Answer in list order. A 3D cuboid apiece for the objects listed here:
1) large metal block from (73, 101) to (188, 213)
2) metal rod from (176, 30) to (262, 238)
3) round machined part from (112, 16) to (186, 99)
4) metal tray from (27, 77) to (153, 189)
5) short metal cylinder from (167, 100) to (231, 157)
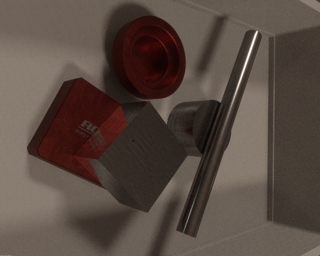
[{"bbox_3d":[-0.028,0.029,0.329,0.080,0.050,0.080,-52,121,-28],"label":"large metal block"},{"bbox_3d":[0.085,-0.005,0.414,0.025,0.025,0.300,35,68,-35],"label":"metal rod"},{"bbox_3d":[-0.017,-0.083,0.383,0.099,0.042,0.097,0,90,-40],"label":"round machined part"},{"bbox_3d":[-0.066,0.015,0.350,0.130,0.030,0.090,35,68,-35],"label":"metal tray"},{"bbox_3d":[0.056,0.001,0.440,0.081,0.050,0.079,0,90,-40],"label":"short metal cylinder"}]
